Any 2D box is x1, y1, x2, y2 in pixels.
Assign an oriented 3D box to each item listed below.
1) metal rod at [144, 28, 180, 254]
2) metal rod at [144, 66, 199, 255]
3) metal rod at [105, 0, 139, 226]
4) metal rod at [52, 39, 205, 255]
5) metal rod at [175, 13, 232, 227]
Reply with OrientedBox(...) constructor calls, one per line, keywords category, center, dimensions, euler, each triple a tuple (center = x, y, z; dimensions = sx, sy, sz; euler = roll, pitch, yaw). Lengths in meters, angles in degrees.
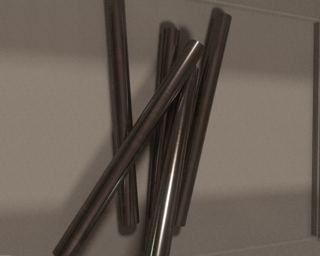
OrientedBox(category="metal rod", center=(0.003, 0.018, 0.412), dimensions=(0.025, 0.025, 0.298), euler=(5, 88, -20))
OrientedBox(category="metal rod", center=(0.014, 0.047, 0.356), dimensions=(0.025, 0.025, 0.300), euler=(23, 59, -19))
OrientedBox(category="metal rod", center=(-0.048, -0.027, 0.393), dimensions=(0.025, 0.025, 0.298), euler=(-4, 92, -20))
OrientedBox(category="metal rod", center=(-0.030, 0.018, 0.372), dimensions=(0.025, 0.025, 0.300), euler=(35, 78, -17))
OrientedBox(category="metal rod", center=(0.056, -0.015, 0.432), dimensions=(0.025, 0.025, 0.298), euler=(15, 85, -20))
